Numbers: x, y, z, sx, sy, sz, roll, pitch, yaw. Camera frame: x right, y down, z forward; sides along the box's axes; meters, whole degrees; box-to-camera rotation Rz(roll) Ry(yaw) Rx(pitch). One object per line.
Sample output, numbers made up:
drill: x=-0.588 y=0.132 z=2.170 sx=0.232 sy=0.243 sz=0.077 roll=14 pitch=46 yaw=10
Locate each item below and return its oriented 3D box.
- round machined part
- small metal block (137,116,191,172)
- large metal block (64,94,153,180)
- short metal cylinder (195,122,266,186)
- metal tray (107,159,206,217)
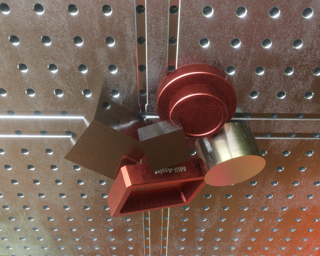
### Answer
round machined part: x=0.046 y=-0.025 z=0.379 sx=0.099 sy=0.042 sz=0.097 roll=0 pitch=130 yaw=0
small metal block: x=0.006 y=0.020 z=0.368 sx=0.050 sy=0.025 sz=0.050 roll=-17 pitch=126 yaw=0
large metal block: x=-0.066 y=0.016 z=0.408 sx=0.080 sy=0.050 sz=0.080 roll=29 pitch=124 yaw=-22
short metal cylinder: x=0.092 y=0.036 z=0.412 sx=0.081 sy=0.050 sz=0.080 roll=-9 pitch=145 yaw=-6
metal tray: x=-0.001 y=0.085 z=0.443 sx=0.131 sy=0.030 sz=0.089 roll=-2 pitch=142 yaw=-28
